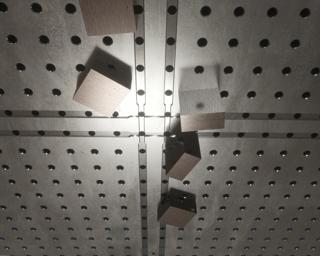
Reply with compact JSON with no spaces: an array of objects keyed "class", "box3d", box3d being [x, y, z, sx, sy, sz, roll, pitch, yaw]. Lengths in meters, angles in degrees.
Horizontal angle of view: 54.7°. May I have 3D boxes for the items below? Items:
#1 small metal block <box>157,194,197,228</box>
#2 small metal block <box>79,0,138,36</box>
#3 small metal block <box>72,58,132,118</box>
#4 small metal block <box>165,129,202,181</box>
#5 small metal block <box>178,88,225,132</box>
[{"class":"small metal block","box3d":[0.029,0.144,0.535,0.050,0.025,0.050,20,127,-17]},{"class":"small metal block","box3d":[-0.051,-0.122,0.307,0.050,0.025,0.050,-4,130,3]},{"class":"small metal block","box3d":[-0.069,-0.047,0.371,0.050,0.025,0.050,27,125,-22]},{"class":"small metal block","box3d":[0.030,0.036,0.427,0.025,0.050,0.050,22,127,-18]},{"class":"small metal block","box3d":[0.049,-0.023,0.377,0.050,0.050,0.025,-5,130,3]}]
